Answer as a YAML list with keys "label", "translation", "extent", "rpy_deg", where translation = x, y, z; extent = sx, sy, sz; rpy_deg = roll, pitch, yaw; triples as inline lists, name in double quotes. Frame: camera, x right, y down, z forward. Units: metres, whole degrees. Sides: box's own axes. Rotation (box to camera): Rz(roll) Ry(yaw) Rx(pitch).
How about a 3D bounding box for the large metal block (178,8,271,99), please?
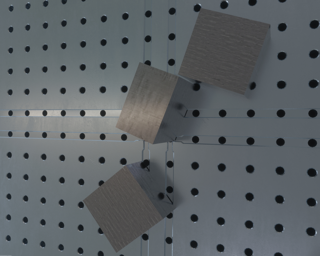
- label: "large metal block"
  translation: [0.078, -0.087, 0.372]
  extent: [0.080, 0.050, 0.080]
  rpy_deg: [21, 97, 18]

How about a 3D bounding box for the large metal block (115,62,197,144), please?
- label: "large metal block"
  translation: [-0.002, -0.028, 0.384]
  extent: [0.050, 0.080, 0.080]
  rpy_deg: [24, 98, 18]

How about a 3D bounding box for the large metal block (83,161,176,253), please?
- label: "large metal block"
  translation: [-0.040, 0.102, 0.414]
  extent: [0.080, 0.050, 0.080]
  rpy_deg: [-40, 78, 15]
